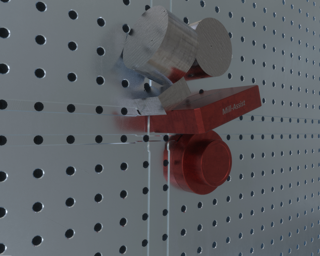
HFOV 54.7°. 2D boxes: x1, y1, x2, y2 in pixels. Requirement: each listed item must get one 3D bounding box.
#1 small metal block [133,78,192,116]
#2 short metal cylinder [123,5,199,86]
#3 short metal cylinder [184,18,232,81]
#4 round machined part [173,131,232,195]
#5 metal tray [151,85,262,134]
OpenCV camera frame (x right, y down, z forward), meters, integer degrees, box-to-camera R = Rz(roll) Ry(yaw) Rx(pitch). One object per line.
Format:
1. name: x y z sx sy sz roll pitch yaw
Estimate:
1. small metal block: 0.003 -0.040 0.395 0.050 0.050 0.025 -41 115 -32
2. short metal cylinder: 0.000 -0.098 0.373 0.050 0.080 0.080 23 76 -38
3. short metal cylinder: 0.057 -0.110 0.441 0.081 0.050 0.079 0 91 -40
4. round machined part: 0.069 0.050 0.456 0.099 0.042 0.097 0 91 -40
5. metal tray: 0.063 -0.027 0.420 0.131 0.090 0.030 -22 105 -38
